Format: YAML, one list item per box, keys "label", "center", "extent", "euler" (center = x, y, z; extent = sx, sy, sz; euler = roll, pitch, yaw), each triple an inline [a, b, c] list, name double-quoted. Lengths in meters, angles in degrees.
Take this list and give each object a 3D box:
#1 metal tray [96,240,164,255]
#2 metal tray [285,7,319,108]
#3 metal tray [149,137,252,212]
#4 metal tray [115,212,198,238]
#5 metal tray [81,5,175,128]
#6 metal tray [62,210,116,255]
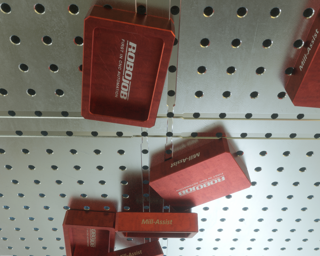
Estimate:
- label: "metal tray"
  center: [-0.065, 0.271, 0.609]
  extent: [0.131, 0.030, 0.089]
  euler: [-6, 133, -22]
- label: "metal tray"
  center: [0.207, -0.081, 0.341]
  extent: [0.091, 0.030, 0.129]
  euler: [4, 130, -4]
- label: "metal tray"
  center: [0.060, 0.075, 0.473]
  extent: [0.130, 0.030, 0.090]
  euler: [-25, 126, 20]
- label: "metal tray"
  center: [-0.006, 0.166, 0.526]
  extent: [0.131, 0.030, 0.090]
  euler: [1, 155, -1]
- label: "metal tray"
  center: [-0.040, -0.063, 0.354]
  extent: [0.091, 0.030, 0.129]
  euler: [8, 130, -7]
- label: "metal tray"
  center: [-0.130, 0.206, 0.581]
  extent: [0.091, 0.030, 0.129]
  euler: [6, 130, -5]
